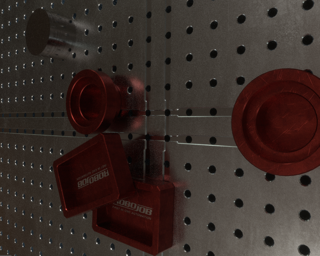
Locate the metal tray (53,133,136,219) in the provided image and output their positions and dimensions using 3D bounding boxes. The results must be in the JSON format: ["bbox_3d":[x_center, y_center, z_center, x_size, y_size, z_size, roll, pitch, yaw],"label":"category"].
[{"bbox_3d":[-0.100,0.070,0.445,0.130,0.030,0.090,-28,73,36],"label":"metal tray"}]

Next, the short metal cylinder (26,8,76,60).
[{"bbox_3d":[-0.194,-0.165,0.550,0.080,0.050,0.079,0,90,39],"label":"short metal cylinder"}]

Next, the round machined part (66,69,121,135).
[{"bbox_3d":[-0.098,-0.039,0.477,0.098,0.042,0.097,0,90,39],"label":"round machined part"}]

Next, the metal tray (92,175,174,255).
[{"bbox_3d":[-0.042,0.114,0.438,0.130,0.030,0.089,4,92,39],"label":"metal tray"}]

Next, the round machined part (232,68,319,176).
[{"bbox_3d":[0.123,-0.005,0.296,0.098,0.042,0.097,0,90,39],"label":"round machined part"}]
